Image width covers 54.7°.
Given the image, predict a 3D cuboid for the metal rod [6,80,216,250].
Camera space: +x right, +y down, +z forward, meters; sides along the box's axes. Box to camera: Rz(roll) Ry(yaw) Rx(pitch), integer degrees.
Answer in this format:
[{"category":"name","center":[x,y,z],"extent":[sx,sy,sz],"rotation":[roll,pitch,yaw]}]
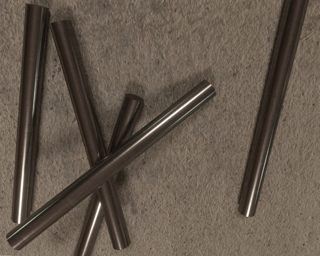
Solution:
[{"category":"metal rod","center":[-0.054,0.041,0.379],"extent":[0.301,0.025,0.025],"rotation":[-38,107,-5]}]

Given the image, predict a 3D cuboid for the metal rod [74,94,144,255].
[{"category":"metal rod","center":[-0.082,0.093,0.443],"extent":[0.025,0.025,0.298],"rotation":[18,109,-7]}]

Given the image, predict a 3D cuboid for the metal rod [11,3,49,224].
[{"category":"metal rod","center":[-0.173,-0.004,0.405],"extent":[0.025,0.025,0.298],"rotation":[12,110,-5]}]

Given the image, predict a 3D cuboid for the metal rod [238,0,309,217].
[{"category":"metal rod","center":[0.144,-0.015,0.406],"extent":[0.025,0.025,0.298],"rotation":[6,110,-3]}]

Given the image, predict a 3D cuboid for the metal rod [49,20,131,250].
[{"category":"metal rod","center":[-0.085,0.018,0.395],"extent":[0.025,0.025,0.298],"rotation":[-12,102,4]}]
